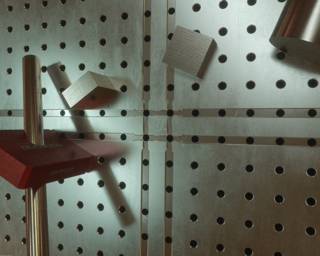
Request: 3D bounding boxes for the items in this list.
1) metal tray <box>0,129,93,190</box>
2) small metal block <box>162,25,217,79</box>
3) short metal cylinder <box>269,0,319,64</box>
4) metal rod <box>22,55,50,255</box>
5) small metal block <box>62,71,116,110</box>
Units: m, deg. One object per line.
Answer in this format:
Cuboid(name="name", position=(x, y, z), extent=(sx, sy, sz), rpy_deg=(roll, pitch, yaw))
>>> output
Cuboid(name="metal tray", position=(-0.164, 0.035, 0.415), extent=(0.090, 0.130, 0.030), rpy_deg=(29, 100, 18))
Cuboid(name="small metal block", position=(0.038, -0.097, 0.399), extent=(0.050, 0.025, 0.050), rpy_deg=(26, 99, 18))
Cuboid(name="short metal cylinder", position=(0.164, -0.104, 0.325), extent=(0.080, 0.080, 0.050), rpy_deg=(24, 98, 18))
Cuboid(name="metal rod", position=(-0.166, 0.032, 0.411), extent=(0.025, 0.025, 0.299), rpy_deg=(-20, 66, 19))
Cuboid(name="small metal block", position=(-0.098, -0.051, 0.434), extent=(0.050, 0.050, 0.025), rpy_deg=(-35, 79, 16))
